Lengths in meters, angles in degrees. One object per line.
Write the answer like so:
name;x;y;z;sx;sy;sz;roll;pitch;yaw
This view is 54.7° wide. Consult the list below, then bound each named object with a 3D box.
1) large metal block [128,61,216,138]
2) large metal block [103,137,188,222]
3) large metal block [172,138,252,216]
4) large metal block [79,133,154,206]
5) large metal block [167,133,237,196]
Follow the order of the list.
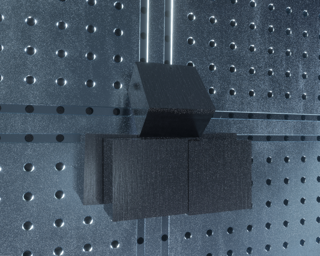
large metal block;0.011;-0.034;0.382;0.081;0.050;0.080;0;48;-21
large metal block;-0.017;0.051;0.338;0.081;0.050;0.079;0;90;-21
large metal block;0.060;0.053;0.367;0.081;0.050;0.079;0;90;-21
large metal block;-0.055;0.047;0.380;0.081;0.050;0.079;2;90;-21
large metal block;0.056;0.047;0.421;0.081;0.050;0.079;-1;91;-20
